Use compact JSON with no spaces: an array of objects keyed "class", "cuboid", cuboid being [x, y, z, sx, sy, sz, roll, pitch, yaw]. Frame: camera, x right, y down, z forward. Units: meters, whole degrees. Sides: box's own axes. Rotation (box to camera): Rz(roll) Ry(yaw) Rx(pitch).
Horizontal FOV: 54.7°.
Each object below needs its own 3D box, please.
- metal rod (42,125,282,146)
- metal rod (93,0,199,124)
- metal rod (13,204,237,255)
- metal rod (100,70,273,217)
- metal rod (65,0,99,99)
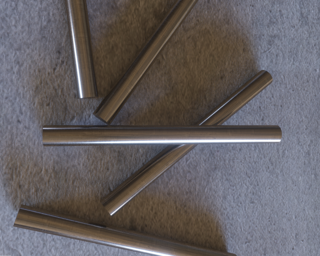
[{"class":"metal rod","cuboid":[0.013,0.009,0.393,0.302,0.025,0.025,0,90,-13]},{"class":"metal rod","cuboid":[0.009,-0.133,0.413,0.025,0.025,0.300,37,78,-17]},{"class":"metal rod","cuboid":[-0.027,0.147,0.400,0.302,0.025,0.025,20,83,-19]},{"class":"metal rod","cuboid":[0.047,0.012,0.427,0.301,0.025,0.025,-38,103,-16]},{"class":"metal rod","cuboid":[-0.105,-0.185,0.370,0.025,0.025,0.298,-8,93,-20]}]
